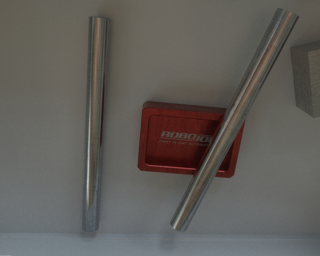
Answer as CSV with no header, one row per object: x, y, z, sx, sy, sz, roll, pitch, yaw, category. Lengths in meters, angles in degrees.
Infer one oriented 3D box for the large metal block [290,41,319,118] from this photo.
0.213,-0.066,0.377,0.080,0.050,0.080,-13,110,4,large metal block

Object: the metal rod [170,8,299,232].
0.082,0.005,0.381,0.025,0.025,0.298,21,108,-8,metal rod

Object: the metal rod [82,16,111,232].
-0.087,0.009,0.413,0.025,0.025,0.298,6,110,-3,metal rod

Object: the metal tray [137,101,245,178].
0.039,0.016,0.415,0.131,0.030,0.089,5,110,-3,metal tray
